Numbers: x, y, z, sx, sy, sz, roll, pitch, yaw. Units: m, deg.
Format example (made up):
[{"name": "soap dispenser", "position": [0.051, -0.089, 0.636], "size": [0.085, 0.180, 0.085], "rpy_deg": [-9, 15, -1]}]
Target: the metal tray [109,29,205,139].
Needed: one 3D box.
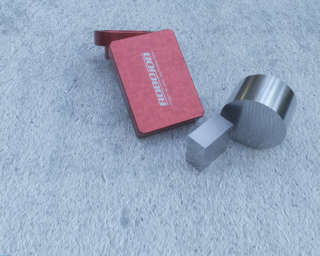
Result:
[{"name": "metal tray", "position": [-0.007, -0.061, 0.414], "size": [0.091, 0.030, 0.129], "rpy_deg": [-17, 80, -14]}]

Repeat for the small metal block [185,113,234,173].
[{"name": "small metal block", "position": [0.059, 0.018, 0.373], "size": [0.050, 0.050, 0.025], "rpy_deg": [-36, 59, -27]}]

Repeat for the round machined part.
[{"name": "round machined part", "position": [-0.052, -0.129, 0.482], "size": [0.099, 0.042, 0.098], "rpy_deg": [1, 19, 0]}]

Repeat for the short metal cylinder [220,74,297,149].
[{"name": "short metal cylinder", "position": [0.122, -0.019, 0.385], "size": [0.080, 0.080, 0.050], "rpy_deg": [23, 54, 18]}]
